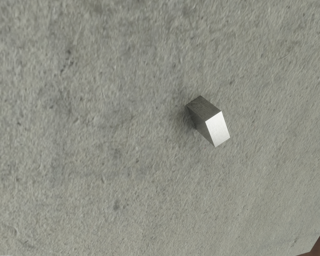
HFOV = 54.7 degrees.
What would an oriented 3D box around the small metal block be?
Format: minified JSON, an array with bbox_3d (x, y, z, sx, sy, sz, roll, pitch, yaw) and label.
[{"bbox_3d":[0.065,-0.009,0.423,0.025,0.050,0.050,-33,129,-7],"label":"small metal block"}]
